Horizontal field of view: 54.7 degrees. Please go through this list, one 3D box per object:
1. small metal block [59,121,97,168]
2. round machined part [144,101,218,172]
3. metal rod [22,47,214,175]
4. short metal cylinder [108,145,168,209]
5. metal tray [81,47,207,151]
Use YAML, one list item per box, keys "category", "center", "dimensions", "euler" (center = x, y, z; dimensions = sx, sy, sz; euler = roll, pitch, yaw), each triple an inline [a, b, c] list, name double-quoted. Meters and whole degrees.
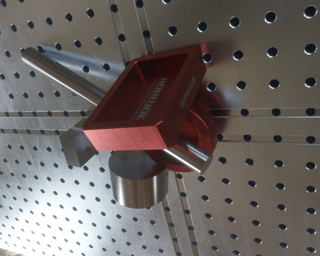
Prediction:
- category: "small metal block"
  center: [-0.121, 0.024, 0.471]
  dimensions: [0.025, 0.050, 0.050]
  euler: [7, 122, 24]
- category: "round machined part"
  center: [0.025, 0.004, 0.389]
  dimensions: [0.098, 0.042, 0.097]
  euler: [13, 124, 20]
- category: "metal rod"
  center: [-0.069, -0.033, 0.385]
  dimensions: [0.300, 0.025, 0.025]
  euler: [31, 129, 23]
- category: "short metal cylinder"
  center: [-0.028, 0.064, 0.429]
  dimensions: [0.080, 0.080, 0.050]
  euler: [13, 124, 21]
- category: "metal tray"
  center: [-0.011, -0.033, 0.325]
  dimensions: [0.090, 0.130, 0.030]
  euler: [-3, 131, 29]
